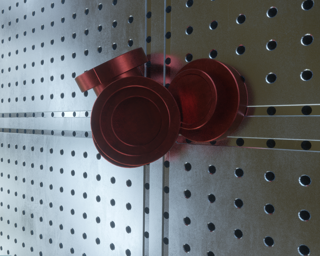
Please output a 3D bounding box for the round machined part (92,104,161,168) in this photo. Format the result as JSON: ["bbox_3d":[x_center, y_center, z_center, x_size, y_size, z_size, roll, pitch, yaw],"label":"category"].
[{"bbox_3d":[-0.039,0.003,0.398,0.099,0.042,0.097,0,87,2],"label":"round machined part"}]

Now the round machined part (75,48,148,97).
[{"bbox_3d":[-0.059,-0.068,0.415,0.098,0.099,0.042,-16,106,38],"label":"round machined part"}]

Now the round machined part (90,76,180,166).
[{"bbox_3d":[-0.025,-0.007,0.355,0.099,0.042,0.097,0,89,6],"label":"round machined part"}]

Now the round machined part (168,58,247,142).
[{"bbox_3d":[0.046,-0.032,0.359,0.098,0.042,0.097,0,90,39],"label":"round machined part"}]

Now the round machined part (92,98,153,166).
[{"bbox_3d":[-0.060,0.006,0.446,0.098,0.042,0.097,0,90,39],"label":"round machined part"}]
